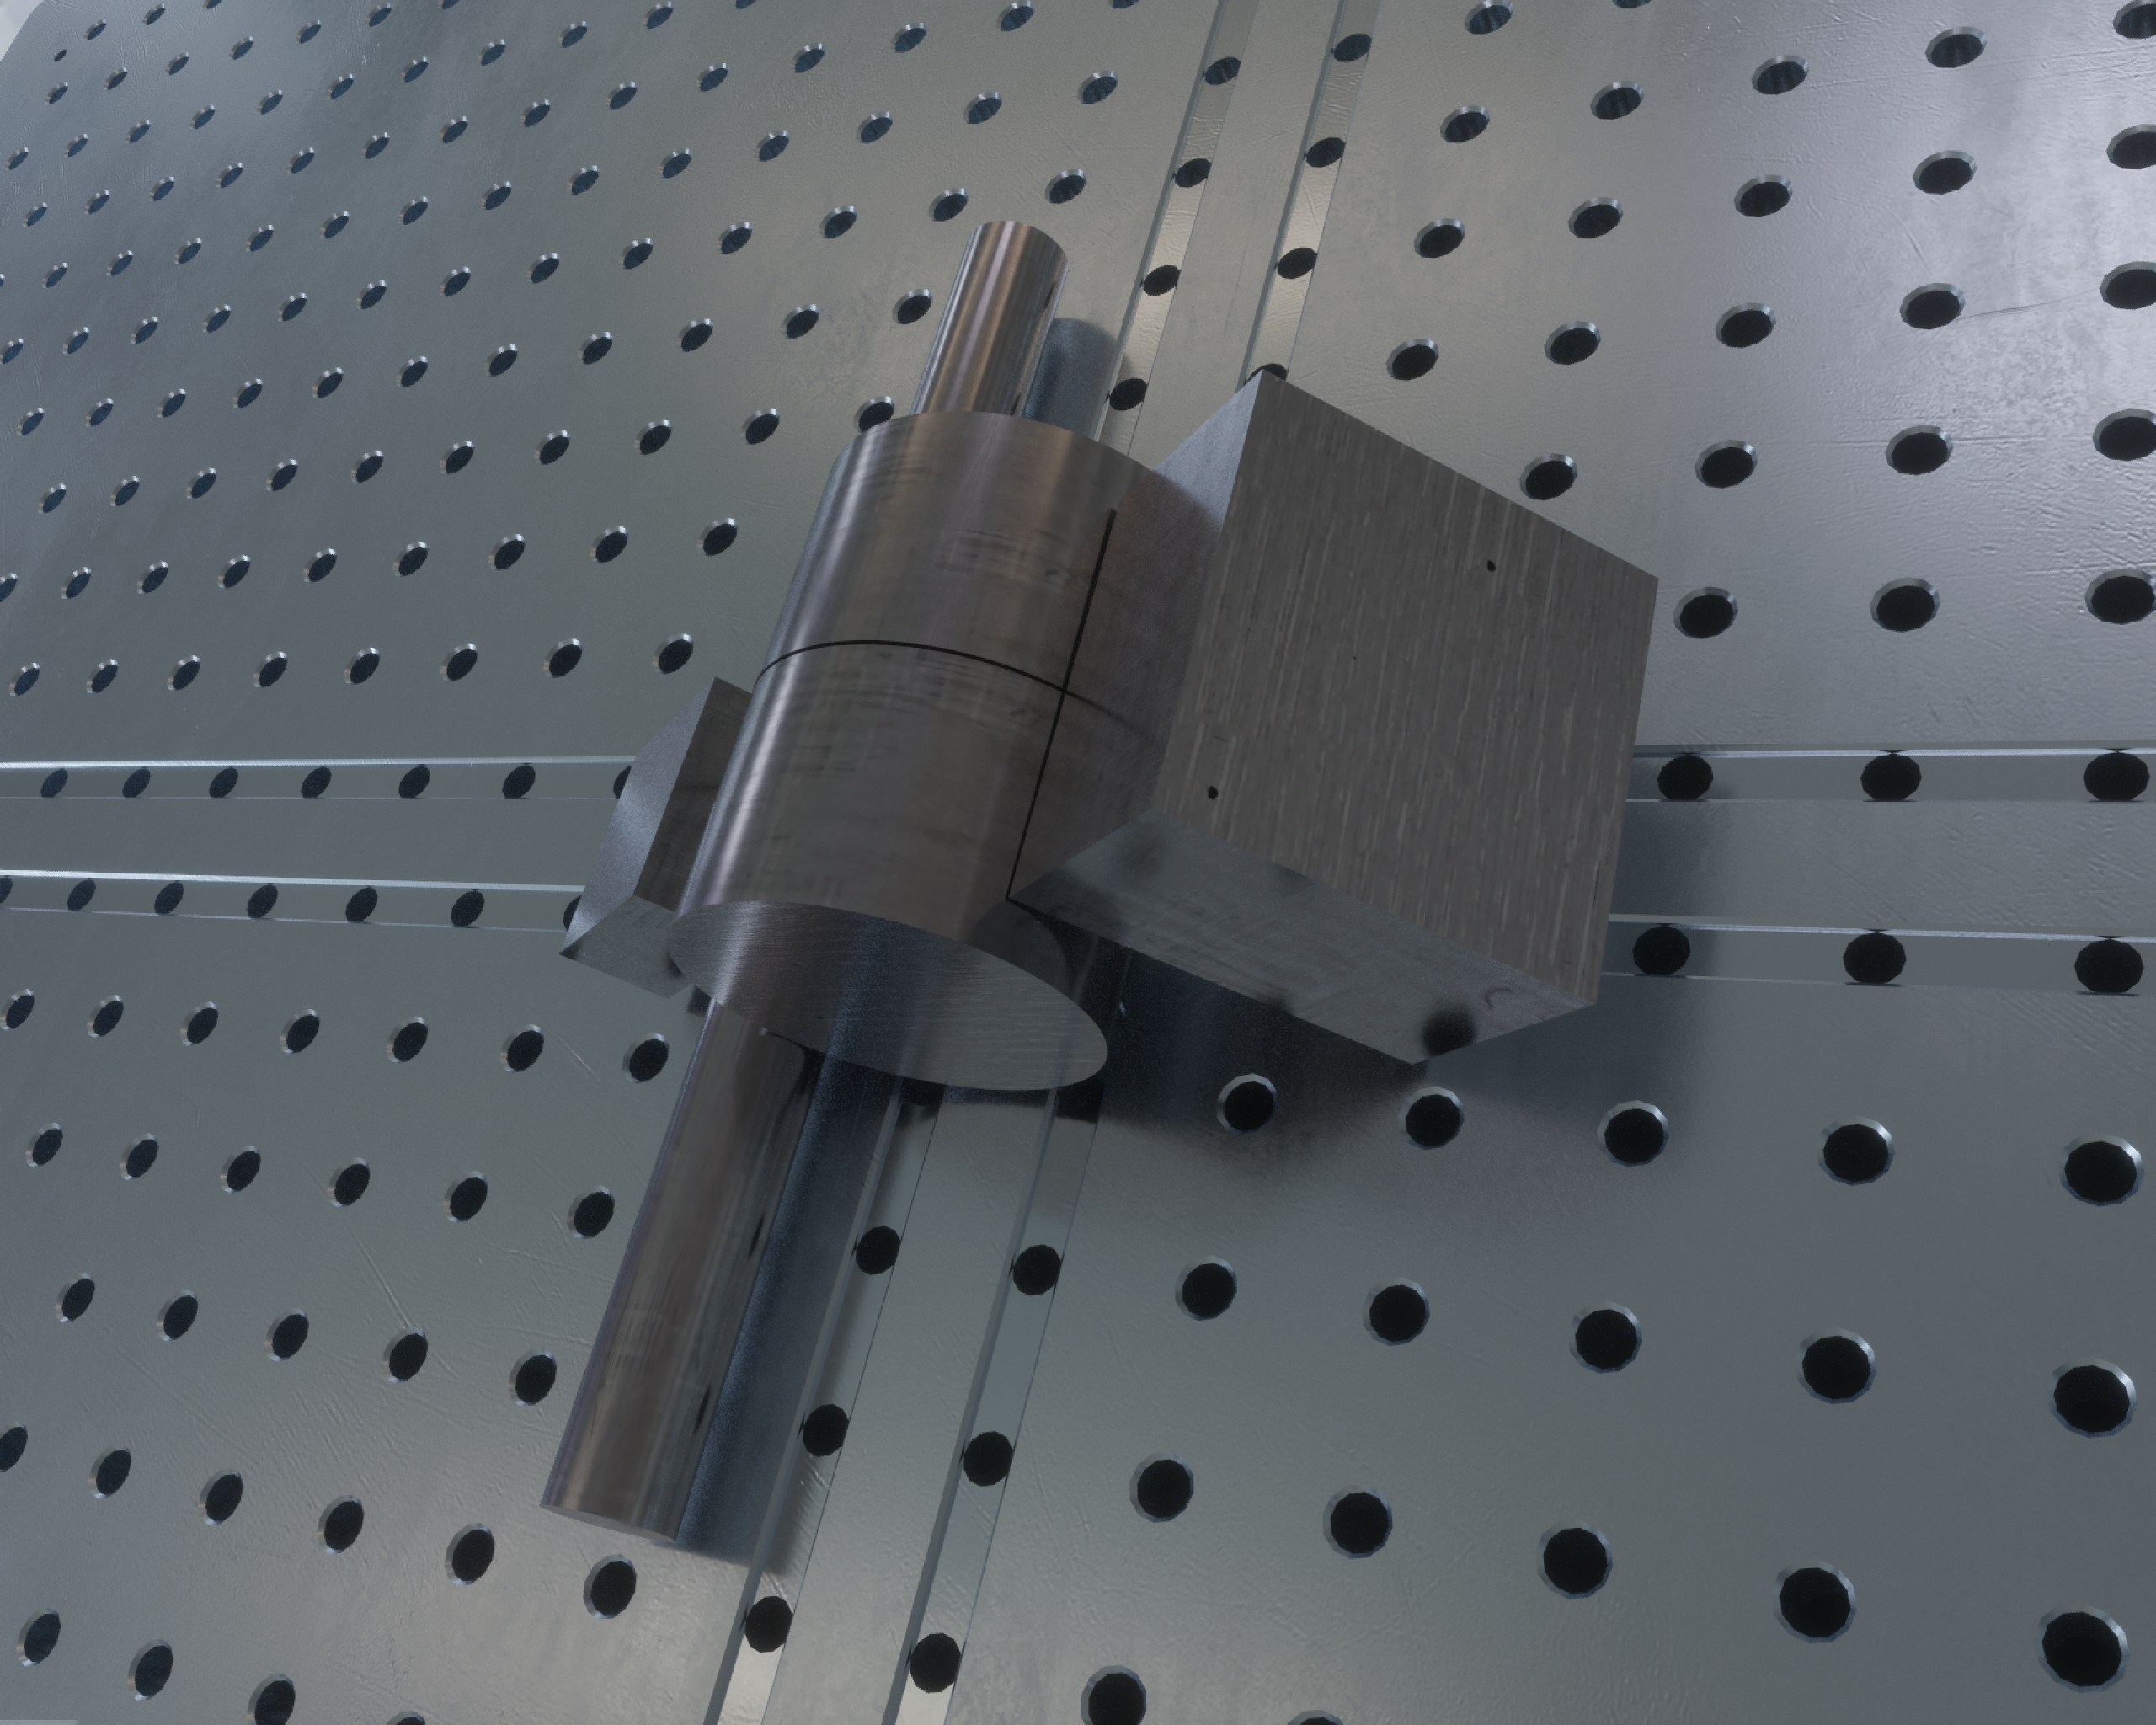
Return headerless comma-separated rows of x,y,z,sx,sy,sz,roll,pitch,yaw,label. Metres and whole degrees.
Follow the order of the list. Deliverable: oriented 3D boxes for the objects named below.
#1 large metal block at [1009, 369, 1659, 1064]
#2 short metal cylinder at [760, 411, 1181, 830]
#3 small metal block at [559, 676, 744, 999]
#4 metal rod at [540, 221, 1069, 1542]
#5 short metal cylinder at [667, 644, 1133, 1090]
0.044,-0.021,0.349,0.050,0.080,0.080,-32,39,59,large metal block
-0.016,-0.042,0.402,0.080,0.080,0.050,1,62,28,short metal cylinder
-0.080,-0.004,0.434,0.050,0.025,0.050,-29,41,56,small metal block
-0.049,-0.013,0.436,0.025,0.025,0.300,1,62,28,metal rod
-0.028,0.003,0.380,0.080,0.080,0.050,1,62,28,short metal cylinder
